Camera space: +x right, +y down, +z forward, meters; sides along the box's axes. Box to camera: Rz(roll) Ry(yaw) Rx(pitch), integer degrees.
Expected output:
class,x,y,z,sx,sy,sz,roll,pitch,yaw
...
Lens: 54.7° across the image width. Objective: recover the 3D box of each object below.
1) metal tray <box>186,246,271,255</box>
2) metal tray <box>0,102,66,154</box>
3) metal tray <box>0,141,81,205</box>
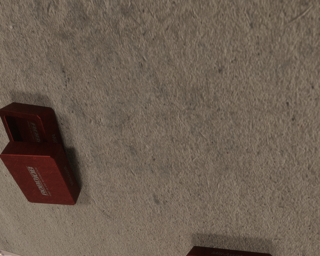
class,x,y,z,sx,sy,sz,roll,pitch,yaw
metal tray,0.109,0.235,0.472,0.130,0.030,0.089,-7,96,30
metal tray,-0.211,0.024,0.526,0.090,0.030,0.129,8,122,23
metal tray,-0.196,0.079,0.521,0.090,0.030,0.129,1,133,8
